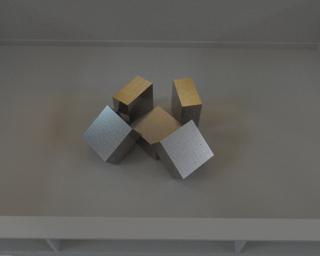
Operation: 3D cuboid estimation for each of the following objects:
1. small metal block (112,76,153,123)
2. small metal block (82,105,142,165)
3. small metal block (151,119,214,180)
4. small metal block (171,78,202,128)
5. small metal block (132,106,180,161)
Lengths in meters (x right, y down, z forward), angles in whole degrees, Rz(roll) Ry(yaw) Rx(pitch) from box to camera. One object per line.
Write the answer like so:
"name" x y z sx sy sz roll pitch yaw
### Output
"small metal block" -0.034 -0.033 0.413 0.025 0.050 0.050 29 56 22
"small metal block" -0.059 0.009 0.380 0.050 0.025 0.050 41 94 29
"small metal block" 0.027 0.026 0.365 0.050 0.025 0.050 -34 95 -26
"small metal block" 0.034 -0.030 0.412 0.025 0.050 0.050 -8 50 -8
"small metal block" -0.004 0.006 0.397 0.050 0.025 0.050 -35 58 -26
